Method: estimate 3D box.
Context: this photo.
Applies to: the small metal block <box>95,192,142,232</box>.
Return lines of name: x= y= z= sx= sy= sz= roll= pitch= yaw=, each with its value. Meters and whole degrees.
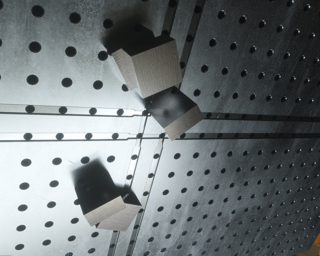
small metal block: x=-0.063 y=0.122 z=0.454 sx=0.050 sy=0.025 sz=0.050 roll=21 pitch=107 yaw=-36

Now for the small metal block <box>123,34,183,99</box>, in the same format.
small metal block: x=-0.007 y=-0.067 z=0.335 sx=0.050 sy=0.025 sz=0.050 roll=-25 pitch=128 yaw=-14

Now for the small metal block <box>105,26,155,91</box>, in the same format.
small metal block: x=-0.026 y=-0.078 z=0.350 sx=0.050 sy=0.025 sz=0.050 roll=-31 pitch=129 yaw=-8

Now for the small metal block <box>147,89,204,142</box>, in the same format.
small metal block: x=0.019 y=-0.018 z=0.396 sx=0.050 sy=0.050 sz=0.025 roll=-36 pitch=129 yaw=-5

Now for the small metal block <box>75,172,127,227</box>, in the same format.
small metal block: x=-0.079 y=0.094 z=0.411 sx=0.050 sy=0.050 sz=0.025 roll=-26 pitch=128 yaw=-12
